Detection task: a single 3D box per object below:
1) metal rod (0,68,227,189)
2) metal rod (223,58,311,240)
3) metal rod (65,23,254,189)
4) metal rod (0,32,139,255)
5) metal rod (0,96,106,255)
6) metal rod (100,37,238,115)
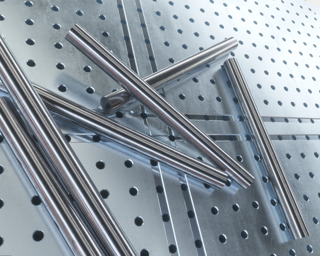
[{"bbox_3d":[-0.051,0.006,0.376,0.301,0.025,0.025,26,53,-12],"label":"metal rod"},{"bbox_3d":[0.157,0.017,0.481,0.025,0.025,0.299,-1,62,-28],"label":"metal rod"},{"bbox_3d":[0.007,-0.021,0.399,0.300,0.025,0.025,40,51,-11],"label":"metal rod"},{"bbox_3d":[-0.109,0.016,0.319,0.025,0.025,0.299,-30,85,-37],"label":"metal rod"},{"bbox_3d":[-0.087,0.094,0.303,0.025,0.025,0.299,-27,77,-37],"label":"metal rod"},{"bbox_3d":[0.033,-0.092,0.481,0.302,0.025,0.025,-33,80,-38],"label":"metal rod"}]
